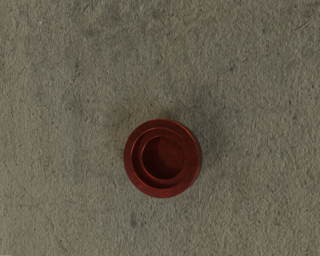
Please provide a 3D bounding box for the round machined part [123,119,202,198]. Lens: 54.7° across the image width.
[{"bbox_3d":[0.006,0.037,0.398,0.098,0.042,0.097,0,90,19],"label":"round machined part"}]
